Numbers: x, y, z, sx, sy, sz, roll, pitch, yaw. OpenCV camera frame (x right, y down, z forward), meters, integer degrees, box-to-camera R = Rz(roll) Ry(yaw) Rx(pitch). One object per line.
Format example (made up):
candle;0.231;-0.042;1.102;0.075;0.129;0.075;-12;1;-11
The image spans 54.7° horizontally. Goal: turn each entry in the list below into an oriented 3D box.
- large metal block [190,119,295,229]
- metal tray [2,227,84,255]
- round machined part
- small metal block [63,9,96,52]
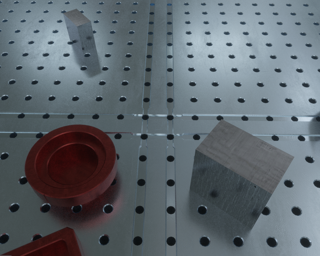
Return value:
large metal block;0.082;0.050;0.330;0.080;0.080;0.050;30;57;23
metal tray;-0.126;0.157;0.271;0.131;0.030;0.090;-20;53;-16
round machined part;-0.098;0.046;0.357;0.099;0.042;0.098;0;50;0
small metal block;-0.138;-0.167;0.531;0.025;0.050;0.050;-30;57;-23
